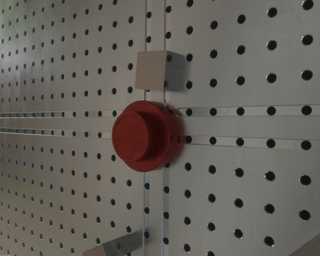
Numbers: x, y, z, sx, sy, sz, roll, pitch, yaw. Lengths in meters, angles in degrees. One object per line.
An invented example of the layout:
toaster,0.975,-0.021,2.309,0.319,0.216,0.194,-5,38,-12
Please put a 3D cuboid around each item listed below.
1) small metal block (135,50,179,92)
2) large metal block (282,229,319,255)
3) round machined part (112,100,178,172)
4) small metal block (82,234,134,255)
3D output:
small metal block,-0.005,-0.075,0.411,0.050,0.025,0.050,9,96,39
large metal block,0.151,0.136,0.268,0.080,0.050,0.080,52,120,27
round machined part,-0.027,0.011,0.419,0.098,0.042,0.097,0,90,39
small metal block,-0.075,0.181,0.453,0.050,0.050,0.025,-34,69,34
